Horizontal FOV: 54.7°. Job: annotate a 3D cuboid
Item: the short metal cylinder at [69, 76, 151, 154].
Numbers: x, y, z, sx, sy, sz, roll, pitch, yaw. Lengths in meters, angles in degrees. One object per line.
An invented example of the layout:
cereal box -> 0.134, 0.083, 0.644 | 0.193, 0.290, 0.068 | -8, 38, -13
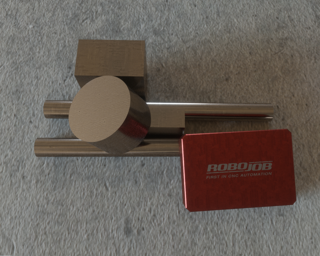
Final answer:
short metal cylinder -> -0.058, -0.014, 0.363 | 0.080, 0.050, 0.080 | -9, 66, 22

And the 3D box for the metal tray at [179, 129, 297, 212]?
metal tray -> 0.092, 0.049, 0.375 | 0.131, 0.030, 0.089 | -3, 88, -3

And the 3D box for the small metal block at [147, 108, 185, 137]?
small metal block -> 0.005, -0.004, 0.397 | 0.050, 0.050, 0.025 | 1, 70, 0

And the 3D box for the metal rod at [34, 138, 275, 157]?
metal rod -> -0.006, 0.025, 0.401 | 0.302, 0.025, 0.025 | 0, 70, -1

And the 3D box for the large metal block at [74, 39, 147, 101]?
large metal block -> -0.059, -0.071, 0.406 | 0.081, 0.080, 0.050 | 1, 70, 0

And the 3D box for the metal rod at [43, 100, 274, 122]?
metal rod -> -0.002, -0.023, 0.418 | 0.302, 0.025, 0.025 | 1, 70, 0
